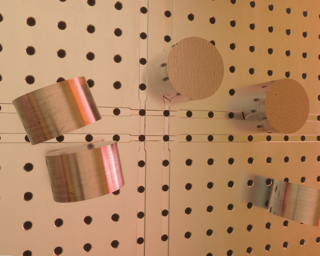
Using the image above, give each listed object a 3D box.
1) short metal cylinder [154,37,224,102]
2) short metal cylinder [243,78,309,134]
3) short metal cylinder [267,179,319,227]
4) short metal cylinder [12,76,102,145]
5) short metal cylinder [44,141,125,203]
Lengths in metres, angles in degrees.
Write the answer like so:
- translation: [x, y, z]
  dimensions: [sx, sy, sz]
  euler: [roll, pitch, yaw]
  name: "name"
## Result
- translation: [0.038, -0.076, 0.414]
  dimensions: [0.081, 0.050, 0.079]
  euler: [0, 90, -20]
  name: "short metal cylinder"
- translation: [0.174, -0.032, 0.465]
  dimensions: [0.081, 0.050, 0.079]
  euler: [0, 90, -21]
  name: "short metal cylinder"
- translation: [0.206, 0.110, 0.462]
  dimensions: [0.081, 0.080, 0.050]
  euler: [15, 85, -20]
  name: "short metal cylinder"
- translation: [-0.112, -0.019, 0.342]
  dimensions: [0.081, 0.080, 0.050]
  euler: [-23, 98, -19]
  name: "short metal cylinder"
- translation: [-0.085, 0.047, 0.353]
  dimensions: [0.081, 0.080, 0.050]
  euler: [-11, 94, -20]
  name: "short metal cylinder"
